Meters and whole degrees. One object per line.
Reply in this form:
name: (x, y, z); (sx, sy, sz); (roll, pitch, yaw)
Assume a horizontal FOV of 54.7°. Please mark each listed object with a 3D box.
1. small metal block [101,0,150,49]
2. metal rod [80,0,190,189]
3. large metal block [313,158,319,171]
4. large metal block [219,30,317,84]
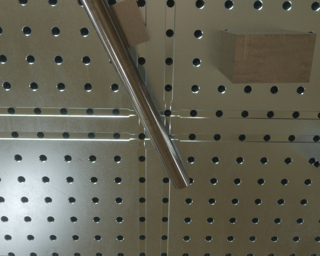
small metal block: (-0.044, -0.121, 0.368); (0.050, 0.025, 0.050); (-18, 109, 6)
metal rod: (-0.026, -0.042, 0.378); (0.025, 0.025, 0.299); (-22, 116, 7)
large metal block: (0.270, 0.072, 0.415); (0.080, 0.080, 0.050); (38, 106, -13)
large metal block: (0.116, -0.084, 0.355); (0.081, 0.080, 0.050); (-1, 110, 0)
